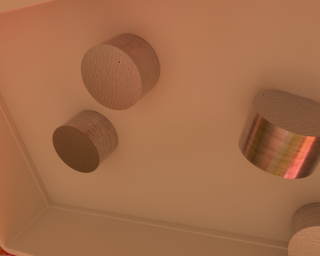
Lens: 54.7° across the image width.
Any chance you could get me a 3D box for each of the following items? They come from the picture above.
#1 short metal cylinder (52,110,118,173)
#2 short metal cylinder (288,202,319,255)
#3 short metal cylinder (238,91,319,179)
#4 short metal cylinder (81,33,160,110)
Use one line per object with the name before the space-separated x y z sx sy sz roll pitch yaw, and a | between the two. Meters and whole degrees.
short metal cylinder | -0.110 0.020 0.461 0.080 0.050 0.079 13 124 20
short metal cylinder | 0.196 0.136 0.364 0.080 0.050 0.079 9 112 24
short metal cylinder | 0.125 0.005 0.310 0.080 0.080 0.050 21 126 15
short metal cylinder | -0.047 -0.068 0.374 0.080 0.050 0.079 13 124 20
